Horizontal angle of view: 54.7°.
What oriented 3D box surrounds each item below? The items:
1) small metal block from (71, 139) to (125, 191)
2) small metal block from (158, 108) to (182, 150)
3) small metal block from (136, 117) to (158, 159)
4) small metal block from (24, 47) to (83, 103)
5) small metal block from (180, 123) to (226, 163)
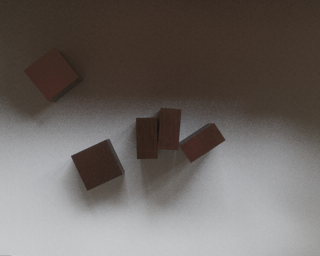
[{"bbox_3d":[-0.081,0.048,0.411,0.050,0.025,0.050,-25,90,0],"label":"small metal block"},{"bbox_3d":[0.011,0.001,0.399,0.025,0.050,0.050,4,90,0],"label":"small metal block"},{"bbox_3d":[-0.016,0.012,0.399,0.025,0.050,0.050,-1,90,0],"label":"small metal block"},{"bbox_3d":[-0.140,-0.070,0.410,0.050,0.025,0.050,-38,90,0],"label":"small metal block"},{"bbox_3d":[0.052,0.018,0.399,0.050,0.050,0.025,-33,90,0],"label":"small metal block"}]
